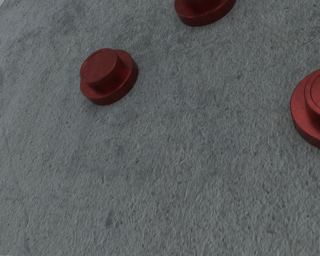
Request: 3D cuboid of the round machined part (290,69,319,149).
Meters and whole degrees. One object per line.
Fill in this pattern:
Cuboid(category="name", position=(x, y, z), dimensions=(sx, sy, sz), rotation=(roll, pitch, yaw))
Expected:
Cuboid(category="round machined part", position=(0.184, -0.027, 0.313), dimensions=(0.098, 0.042, 0.098), rotation=(-13, 56, 21))

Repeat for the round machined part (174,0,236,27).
Cuboid(category="round machined part", position=(0.067, -0.211, 0.487), dimensions=(0.098, 0.042, 0.098), rotation=(-13, 56, 21))

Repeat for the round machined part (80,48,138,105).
Cuboid(category="round machined part", position=(-0.087, -0.088, 0.493), dimensions=(0.098, 0.042, 0.098), rotation=(-13, 56, 21))
